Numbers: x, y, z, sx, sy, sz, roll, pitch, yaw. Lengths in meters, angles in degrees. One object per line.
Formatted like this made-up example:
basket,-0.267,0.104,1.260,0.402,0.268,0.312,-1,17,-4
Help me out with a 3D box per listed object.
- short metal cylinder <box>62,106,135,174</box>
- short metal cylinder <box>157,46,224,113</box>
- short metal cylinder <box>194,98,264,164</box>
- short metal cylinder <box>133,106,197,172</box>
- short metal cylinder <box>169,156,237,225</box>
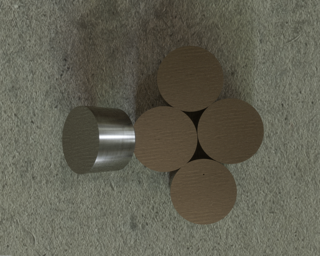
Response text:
short metal cylinder,-0.076,0.014,0.377,0.080,0.050,0.080,-2,88,44
short metal cylinder,0.037,-0.060,0.399,0.081,0.050,0.080,0,90,0
short metal cylinder,0.085,0.004,0.399,0.081,0.050,0.080,0,90,0
short metal cylinder,0.005,0.013,0.398,0.081,0.050,0.080,0,90,0
short metal cylinder,0.053,0.077,0.399,0.081,0.050,0.080,0,90,0
